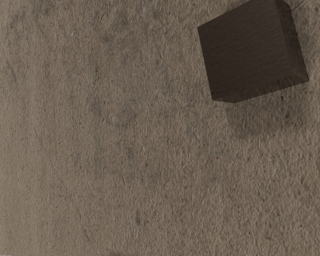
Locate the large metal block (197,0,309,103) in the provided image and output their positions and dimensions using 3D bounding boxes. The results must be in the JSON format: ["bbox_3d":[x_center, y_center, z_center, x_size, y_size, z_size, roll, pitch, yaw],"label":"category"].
[{"bbox_3d":[0.092,-0.075,0.312,0.080,0.050,0.080,-16,80,38],"label":"large metal block"}]
